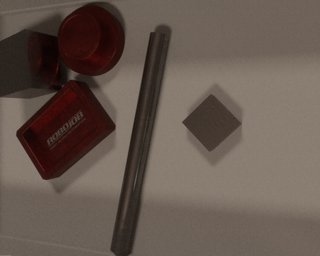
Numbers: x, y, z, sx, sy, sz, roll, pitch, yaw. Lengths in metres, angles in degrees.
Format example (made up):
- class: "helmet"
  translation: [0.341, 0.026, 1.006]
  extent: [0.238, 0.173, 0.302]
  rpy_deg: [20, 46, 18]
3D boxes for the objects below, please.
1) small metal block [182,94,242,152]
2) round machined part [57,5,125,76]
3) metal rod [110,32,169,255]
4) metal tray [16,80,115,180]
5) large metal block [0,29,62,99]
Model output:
- class: "small metal block"
  translation: [0.065, -0.006, 0.387]
  extent: [0.050, 0.025, 0.050]
  rpy_deg: [-45, 77, 14]
- class: "round machined part"
  translation: [-0.103, -0.125, 0.437]
  extent: [0.098, 0.042, 0.097]
  rpy_deg: [0, 90, 19]
- class: "metal rod"
  translation: [-0.029, 0.023, 0.419]
  extent: [0.025, 0.025, 0.298]
  rpy_deg: [12, 94, 19]
- class: "metal tray"
  translation: [-0.140, 0.004, 0.455]
  extent: [0.130, 0.030, 0.090]
  rpy_deg: [-39, 78, 15]
- class: "large metal block"
  translation: [-0.193, -0.089, 0.453]
  extent: [0.080, 0.050, 0.080]
  rpy_deg: [-7, 88, 34]
